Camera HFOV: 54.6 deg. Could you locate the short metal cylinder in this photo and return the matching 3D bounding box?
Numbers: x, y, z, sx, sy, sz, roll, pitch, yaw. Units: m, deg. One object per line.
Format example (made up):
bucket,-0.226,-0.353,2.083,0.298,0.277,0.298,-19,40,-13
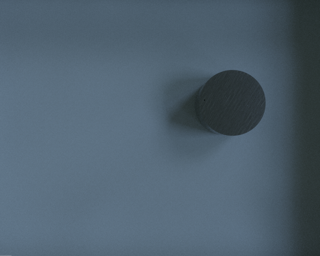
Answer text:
short metal cylinder,0.088,-0.030,0.399,0.080,0.050,0.080,0,90,0
